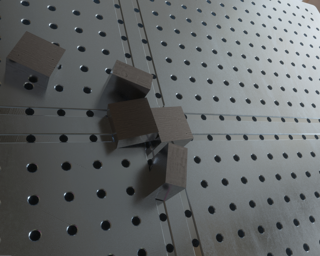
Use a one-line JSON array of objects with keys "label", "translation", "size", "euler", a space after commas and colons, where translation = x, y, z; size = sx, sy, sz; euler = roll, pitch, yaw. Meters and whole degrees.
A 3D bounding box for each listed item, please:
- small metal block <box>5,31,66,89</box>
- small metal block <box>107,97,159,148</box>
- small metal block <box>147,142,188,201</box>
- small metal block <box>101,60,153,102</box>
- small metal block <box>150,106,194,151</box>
[{"label": "small metal block", "translation": [-0.151, -0.083, 0.378], "size": [0.050, 0.025, 0.050], "euler": [24, 53, -14]}, {"label": "small metal block", "translation": [-0.035, -0.007, 0.388], "size": [0.050, 0.025, 0.050], "euler": [-12, 67, -19]}, {"label": "small metal block", "translation": [0.009, 0.053, 0.366], "size": [0.025, 0.050, 0.050], "euler": [18, 55, -18]}, {"label": "small metal block", "translation": [-0.043, -0.055, 0.403], "size": [0.050, 0.050, 0.025], "euler": [21, 54, -17]}, {"label": "small metal block", "translation": [0.010, 0.000, 0.416], "size": [0.050, 0.025, 0.050], "euler": [-6, 65, -31]}]
